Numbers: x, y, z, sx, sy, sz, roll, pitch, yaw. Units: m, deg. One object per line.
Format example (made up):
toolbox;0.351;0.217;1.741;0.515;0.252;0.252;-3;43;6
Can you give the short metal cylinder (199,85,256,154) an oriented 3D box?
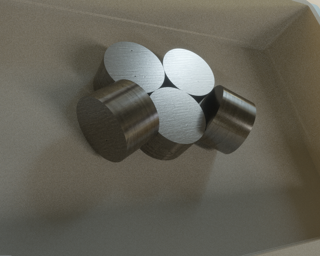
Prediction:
short metal cylinder;0.084;-0.011;0.420;0.050;0.080;0.080;26;53;-12

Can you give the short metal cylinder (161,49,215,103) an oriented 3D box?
short metal cylinder;0.030;-0.066;0.444;0.081;0.050;0.080;14;56;-21

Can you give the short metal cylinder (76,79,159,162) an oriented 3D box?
short metal cylinder;-0.048;-0.008;0.348;0.050;0.080;0.080;-35;81;-38

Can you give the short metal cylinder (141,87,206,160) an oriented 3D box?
short metal cylinder;0.011;-0.005;0.396;0.081;0.050;0.080;14;56;-21

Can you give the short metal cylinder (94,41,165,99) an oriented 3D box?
short metal cylinder;-0.041;-0.065;0.405;0.081;0.050;0.080;14;56;-21
